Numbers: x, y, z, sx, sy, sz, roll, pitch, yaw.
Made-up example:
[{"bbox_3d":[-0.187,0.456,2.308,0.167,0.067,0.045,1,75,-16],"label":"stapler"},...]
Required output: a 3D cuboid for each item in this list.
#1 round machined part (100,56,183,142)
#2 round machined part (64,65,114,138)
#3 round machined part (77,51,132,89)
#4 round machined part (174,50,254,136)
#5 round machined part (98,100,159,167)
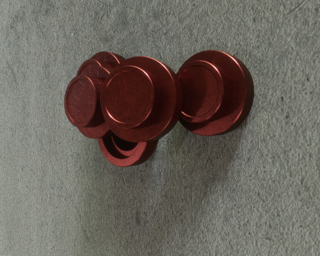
[{"bbox_3d":[-0.027,-0.033,0.348,0.098,0.042,0.097,-1,88,26],"label":"round machined part"},{"bbox_3d":[-0.090,-0.035,0.412,0.098,0.042,0.097,0,90,39],"label":"round machined part"},{"bbox_3d":[-0.090,-0.067,0.467,0.098,0.042,0.097,0,90,39],"label":"round machined part"},{"bbox_3d":[0.051,-0.040,0.351,0.098,0.042,0.097,0,90,39],"label":"round machined part"},{"bbox_3d":[-0.039,0.003,0.425,0.098,0.042,0.097,0,90,39],"label":"round machined part"}]
